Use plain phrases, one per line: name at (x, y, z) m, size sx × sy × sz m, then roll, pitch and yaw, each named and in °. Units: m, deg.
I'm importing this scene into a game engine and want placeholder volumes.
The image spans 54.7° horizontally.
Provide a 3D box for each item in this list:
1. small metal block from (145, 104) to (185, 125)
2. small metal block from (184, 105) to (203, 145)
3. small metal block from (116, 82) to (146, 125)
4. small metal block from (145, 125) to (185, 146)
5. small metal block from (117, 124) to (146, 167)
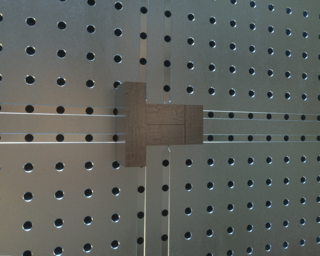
small metal block at (-0.001, -0.017, 0.399) m, size 0.050 × 0.050 × 0.025 m, roll 0°, pitch 90°, yaw -20°
small metal block at (0.035, -0.004, 0.412) m, size 0.025 × 0.050 × 0.050 m, roll 0°, pitch 90°, yaw -20°
small metal block at (-0.037, -0.029, 0.386) m, size 0.025 × 0.050 × 0.050 m, roll 0°, pitch 90°, yaw -20°
small metal block at (-0.001, 0.008, 0.399) m, size 0.050 × 0.050 × 0.025 m, roll 0°, pitch 90°, yaw -20°
small metal block at (-0.037, 0.021, 0.386) m, size 0.025 × 0.050 × 0.050 m, roll 0°, pitch 90°, yaw -20°
